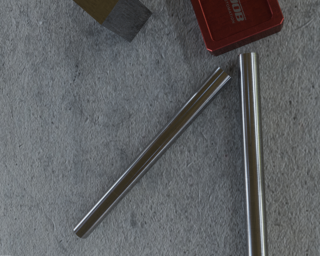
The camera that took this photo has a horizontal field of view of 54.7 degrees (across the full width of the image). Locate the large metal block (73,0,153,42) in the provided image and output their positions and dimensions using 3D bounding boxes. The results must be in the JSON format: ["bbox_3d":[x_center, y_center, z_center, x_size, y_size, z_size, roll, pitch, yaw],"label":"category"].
[{"bbox_3d":[-0.068,-0.165,0.402,0.080,0.080,0.050,43,103,14],"label":"large metal block"}]

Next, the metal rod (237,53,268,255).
[{"bbox_3d":[0.112,0.062,0.369,0.025,0.025,0.298,-3,89,19],"label":"metal rod"}]

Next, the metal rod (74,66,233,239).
[{"bbox_3d":[-0.017,0.041,0.414,0.025,0.025,0.299,45,103,14],"label":"metal rod"}]

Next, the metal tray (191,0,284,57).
[{"bbox_3d":[0.084,-0.165,0.376,0.090,0.030,0.129,-19,84,18],"label":"metal tray"}]
